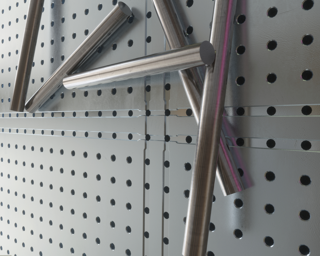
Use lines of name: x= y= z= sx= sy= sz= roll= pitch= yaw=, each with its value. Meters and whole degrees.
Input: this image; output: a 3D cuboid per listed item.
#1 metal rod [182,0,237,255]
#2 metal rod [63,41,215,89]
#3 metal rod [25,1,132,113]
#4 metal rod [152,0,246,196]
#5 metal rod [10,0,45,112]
metal rod: x=0.055 y=-0.015 z=0.334 sx=0.025 sy=0.025 sz=0.298 roll=4 pitch=84 yaw=39
metal rod: x=-0.054 y=-0.078 z=0.426 sx=0.300 sy=0.025 sz=0.025 roll=1 pitch=91 yaw=47
metal rod: x=-0.154 y=-0.107 z=0.533 sx=0.299 sy=0.025 sz=0.025 roll=-33 pitch=70 yaw=35
metal rod: x=0.036 y=-0.066 z=0.377 sx=0.025 sy=0.025 sz=0.299 roll=-29 pitch=72 yaw=36
metal rod: x=-0.247 y=-0.179 z=0.592 sx=0.025 sy=0.025 sz=0.298 roll=14 pitch=94 yaw=39
